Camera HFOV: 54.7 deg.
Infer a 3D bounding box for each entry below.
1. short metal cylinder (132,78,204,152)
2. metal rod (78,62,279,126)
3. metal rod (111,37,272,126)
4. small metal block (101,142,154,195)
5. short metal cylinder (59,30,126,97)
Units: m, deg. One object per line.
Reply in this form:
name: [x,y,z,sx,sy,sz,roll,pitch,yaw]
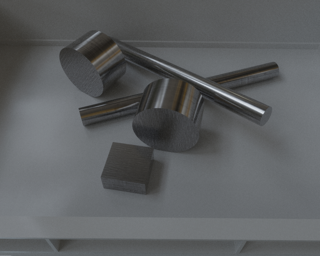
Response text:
short metal cylinder: [0.011,-0.014,0.382,0.080,0.080,0.050,9,51,7]
metal rod: [0.036,-0.053,0.449,0.302,0.025,0.025,-15,52,-13]
metal rod: [0.017,-0.078,0.441,0.300,0.025,0.025,32,56,34]
small metal block: [-0.037,0.047,0.365,0.050,0.025,0.050,8,50,6]
short metal cylinder: [-0.096,-0.092,0.445,0.080,0.080,0.050,28,55,21]
